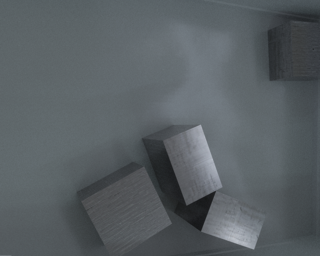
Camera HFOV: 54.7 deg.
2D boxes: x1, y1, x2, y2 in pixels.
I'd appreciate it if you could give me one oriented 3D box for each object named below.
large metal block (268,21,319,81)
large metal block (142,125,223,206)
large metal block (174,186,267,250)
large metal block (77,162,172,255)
[{"bbox_3d":[0.218,-0.116,0.480,0.081,0.050,0.079,-3,91,-20],"label":"large metal block"},{"bbox_3d":[0.025,0.042,0.392,0.050,0.080,0.080,-22,98,-19],"label":"large metal block"},{"bbox_3d":[0.078,0.112,0.411,0.080,0.080,0.050,24,83,-19],"label":"large metal block"},{"bbox_3d":[-0.045,0.098,0.382,0.081,0.050,0.080,-28,100,-18],"label":"large metal block"}]
